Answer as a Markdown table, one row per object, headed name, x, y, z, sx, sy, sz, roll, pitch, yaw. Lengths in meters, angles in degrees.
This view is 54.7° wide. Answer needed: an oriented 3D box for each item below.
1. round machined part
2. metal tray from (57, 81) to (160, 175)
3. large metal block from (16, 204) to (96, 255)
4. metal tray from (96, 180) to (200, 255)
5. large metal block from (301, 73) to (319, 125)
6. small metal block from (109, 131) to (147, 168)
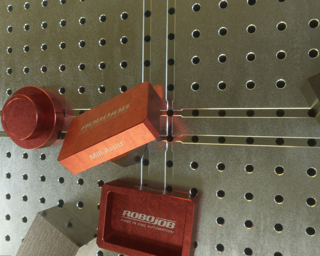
| name | x | y | z | sx | sy | sz | roll | pitch | yaw |
| --- | --- | --- | --- | --- | --- | --- | --- | --- | --- |
| round machined part | -0.201 | -0.016 | 0.475 | 0.098 | 0.042 | 0.097 | 0 | 90 | 20 |
| metal tray | -0.064 | -0.001 | 0.402 | 0.130 | 0.090 | 0.030 | -24 | 125 | 18 |
| large metal block | -0.150 | 0.173 | 0.452 | 0.080 | 0.050 | 0.080 | 32 | 100 | 17 |
| metal tray | -0.018 | 0.126 | 0.415 | 0.130 | 0.030 | 0.089 | 7 | 92 | 19 |
| large metal block | 0.197 | -0.041 | 0.314 | 0.080 | 0.080 | 0.050 | -27 | 81 | 18 |
| small metal block | -0.039 | 0.022 | 0.413 | 0.025 | 0.050 | 0.050 | 22 | 98 | 18 |
